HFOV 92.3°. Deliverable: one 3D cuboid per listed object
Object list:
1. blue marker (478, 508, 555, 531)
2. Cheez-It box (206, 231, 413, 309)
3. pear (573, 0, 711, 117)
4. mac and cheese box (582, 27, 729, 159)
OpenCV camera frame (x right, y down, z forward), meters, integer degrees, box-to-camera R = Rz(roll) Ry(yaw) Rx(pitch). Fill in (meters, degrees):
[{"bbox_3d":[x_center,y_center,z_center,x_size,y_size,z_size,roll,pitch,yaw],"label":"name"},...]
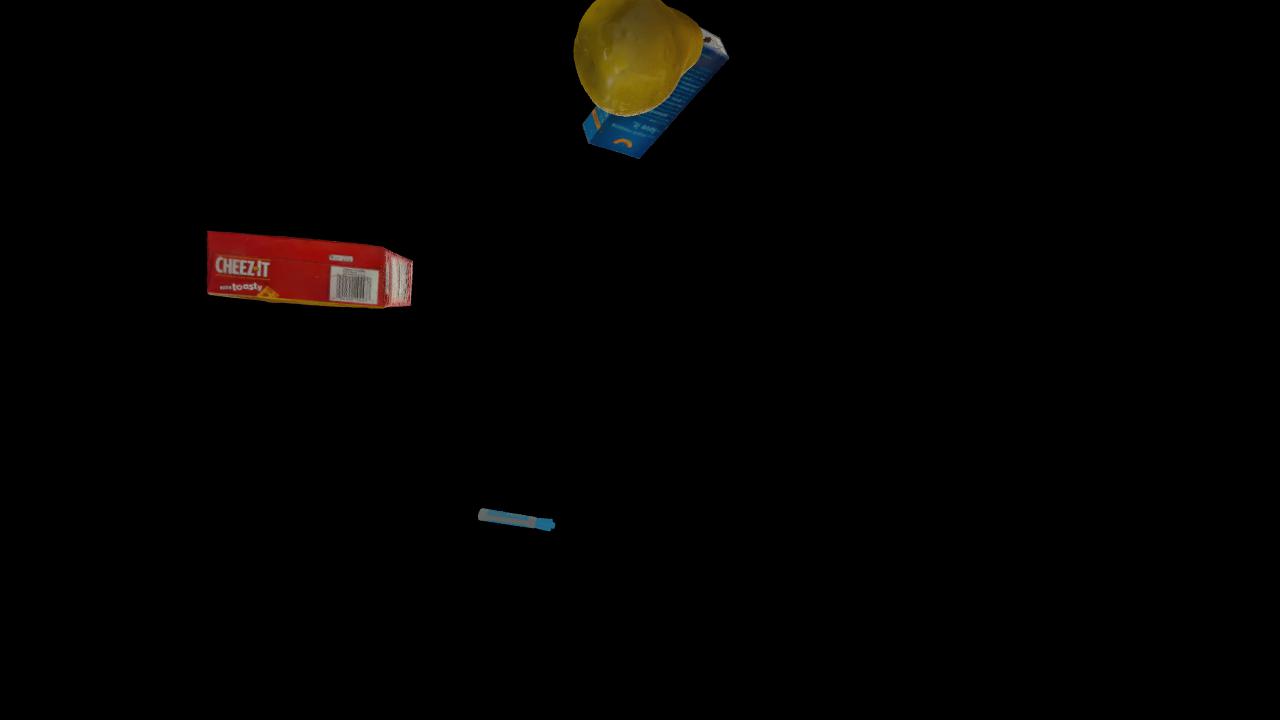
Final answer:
[{"bbox_3d":[-0.189,0.247,0.948,0.121,0.020,0.020,6,1,10],"label":"blue marker"},{"bbox_3d":[-0.363,-0.098,0.715,0.166,0.071,0.223,3,4,-13],"label":"Cheez-It box"},{"bbox_3d":[0.013,-0.213,0.421,0.111,0.080,0.080,-25,9,-19],"label":"pear"},{"bbox_3d":[0.015,-0.335,0.770,0.093,0.041,0.184,0,-26,-42],"label":"mac and cheese box"}]
